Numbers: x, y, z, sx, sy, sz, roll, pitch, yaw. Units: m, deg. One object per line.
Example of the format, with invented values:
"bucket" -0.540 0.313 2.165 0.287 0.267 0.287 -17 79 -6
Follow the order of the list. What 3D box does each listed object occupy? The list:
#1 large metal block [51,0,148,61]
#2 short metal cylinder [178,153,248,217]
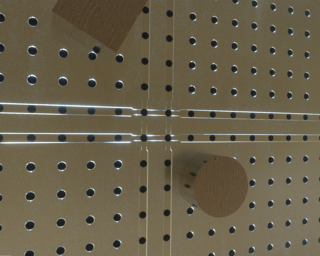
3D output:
"large metal block" -0.072 -0.140 0.372 0.080 0.050 0.080 31 80 -18
"short metal cylinder" 0.072 0.076 0.426 0.081 0.050 0.079 0 90 -20
